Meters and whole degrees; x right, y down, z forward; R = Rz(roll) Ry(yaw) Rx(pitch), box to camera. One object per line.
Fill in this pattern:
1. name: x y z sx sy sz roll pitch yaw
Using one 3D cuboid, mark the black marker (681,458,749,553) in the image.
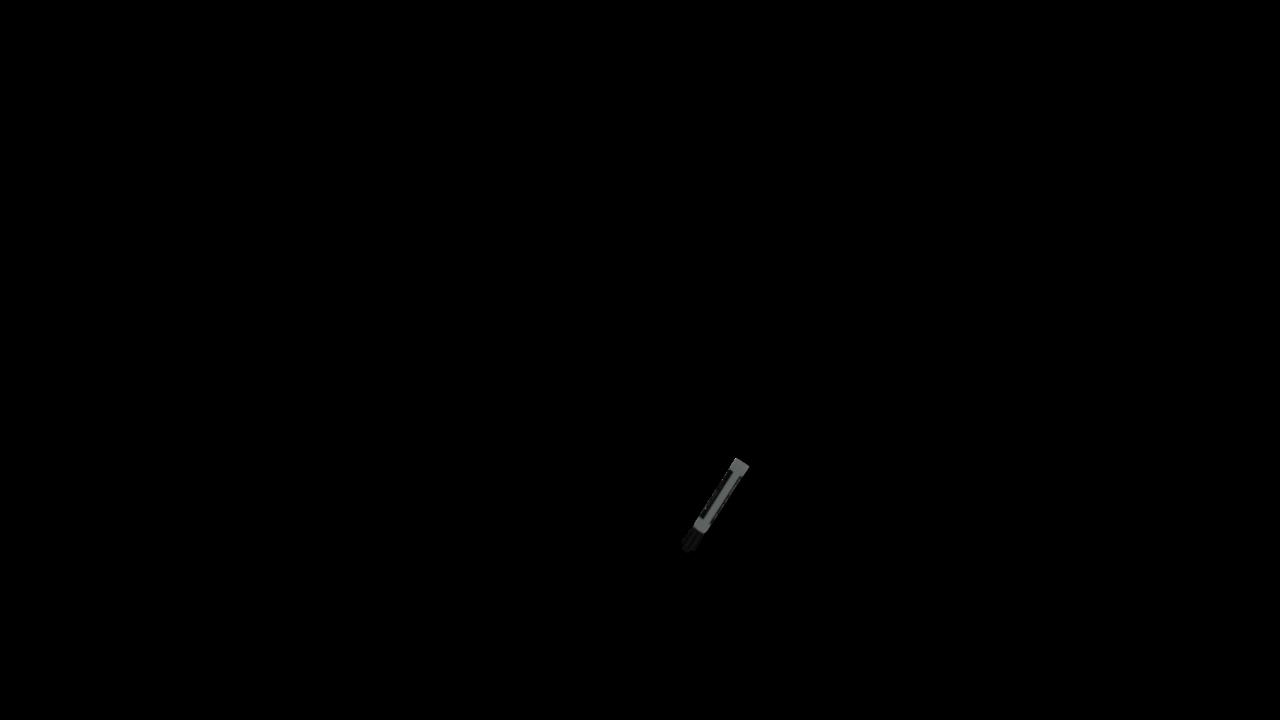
1. black marker: 0.085 0.167 0.703 0.020 0.121 0.020 33 -2 1
